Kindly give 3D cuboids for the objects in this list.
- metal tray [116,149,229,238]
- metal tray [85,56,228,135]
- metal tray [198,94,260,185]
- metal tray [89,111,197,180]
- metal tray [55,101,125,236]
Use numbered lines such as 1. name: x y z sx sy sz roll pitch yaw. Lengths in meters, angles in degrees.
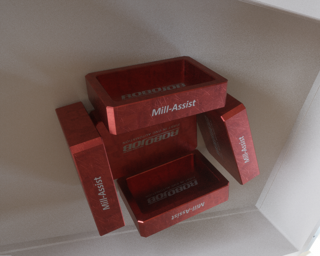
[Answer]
1. metal tray: 0.017 0.084 0.427 0.131 0.090 0.030 -19 126 -18
2. metal tray: -0.005 -0.041 0.337 0.131 0.090 0.030 -15 125 -21
3. metal tray: 0.085 0.006 0.417 0.030 0.090 0.130 -31 129 -8
4. metal tray: -0.017 0.005 0.398 0.131 0.030 0.089 -18 126 -18
5. metal tray: -0.078 0.046 0.351 0.030 0.090 0.129 -20 126 -17
